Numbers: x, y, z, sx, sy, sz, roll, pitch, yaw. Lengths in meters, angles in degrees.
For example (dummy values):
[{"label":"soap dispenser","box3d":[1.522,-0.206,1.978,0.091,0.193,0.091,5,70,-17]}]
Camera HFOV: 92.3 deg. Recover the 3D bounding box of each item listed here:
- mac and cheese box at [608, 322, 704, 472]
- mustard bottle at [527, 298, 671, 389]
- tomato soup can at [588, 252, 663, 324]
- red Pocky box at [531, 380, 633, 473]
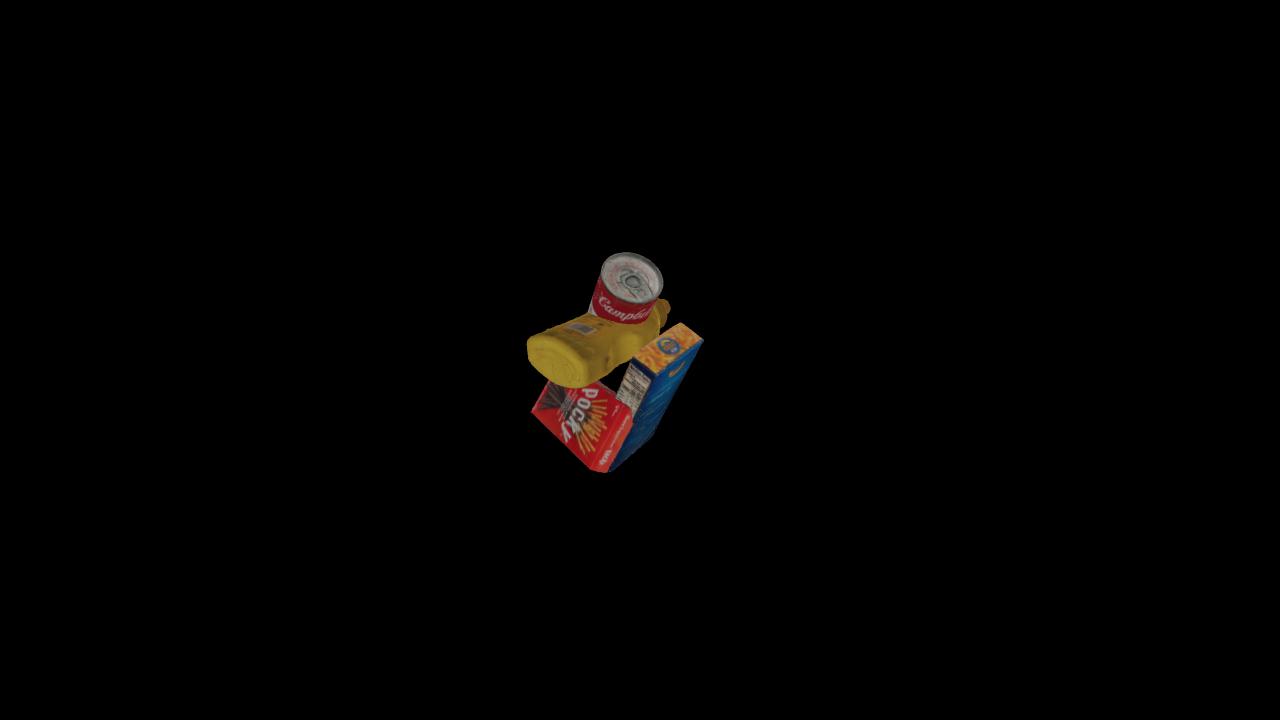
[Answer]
[{"label":"mac and cheese box","box3d":[0.005,0.047,0.715,0.041,0.184,0.093,40,45,17]},{"label":"mustard bottle","box3d":[-0.028,-0.031,0.679,0.092,0.054,0.184,14,32,38]},{"label":"tomato soup can","box3d":[-0.021,-0.060,0.675,0.068,0.068,0.101,0,-31,-19]},{"label":"red Pocky box","box3d":[-0.069,0.061,0.727,0.028,0.083,0.155,28,2,-41]}]
